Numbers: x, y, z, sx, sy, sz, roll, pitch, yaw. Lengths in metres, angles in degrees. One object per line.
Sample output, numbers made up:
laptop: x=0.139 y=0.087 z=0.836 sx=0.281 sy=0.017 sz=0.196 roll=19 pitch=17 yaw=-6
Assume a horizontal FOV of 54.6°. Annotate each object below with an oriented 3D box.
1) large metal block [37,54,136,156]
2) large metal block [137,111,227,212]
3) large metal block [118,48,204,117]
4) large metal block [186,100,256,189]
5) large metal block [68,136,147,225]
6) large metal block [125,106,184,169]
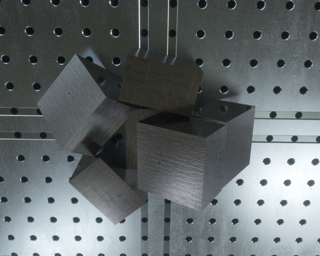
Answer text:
large metal block: x=-0.089 y=-0.026 z=0.367 sx=0.080 sy=0.080 sz=0.050 roll=-47 pitch=148 yaw=15
large metal block: x=0.023 y=0.032 z=0.338 sx=0.080 sy=0.050 sz=0.079 roll=13 pitch=113 yaw=31
large metal block: x=0.001 y=-0.057 z=0.363 sx=0.080 sy=0.080 sz=0.050 roll=12 pitch=110 yaw=-4
large metal block: x=0.074 y=0.016 z=0.382 sx=0.050 sy=0.081 sz=0.079 roll=14 pitch=114 yaw=35
large metal block: x=-0.062 y=0.063 z=0.405 sx=0.050 sy=0.080 sz=0.080 roll=-38 pitch=106 yaw=12
large metal block: x=-0.001 y=0.007 z=0.402 sx=0.080 sy=0.050 sz=0.079 roll=1 pitch=110 yaw=-1
